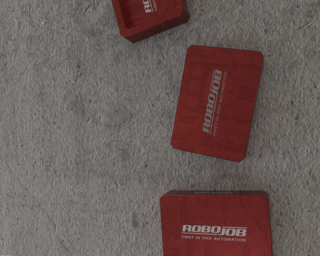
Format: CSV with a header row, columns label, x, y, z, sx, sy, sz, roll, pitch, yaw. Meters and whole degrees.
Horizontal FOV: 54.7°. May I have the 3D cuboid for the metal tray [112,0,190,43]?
label,x,y,z,sx,sy,sz,roll,pitch,yaw
metal tray,-0.021,-0.191,0.413,0.090,0.030,0.129,-16,85,19

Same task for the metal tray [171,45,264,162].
label,x,y,z,sx,sy,sz,roll,pitch,yaw
metal tray,0.070,-0.031,0.382,0.090,0.030,0.129,11,94,19

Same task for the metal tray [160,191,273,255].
label,x,y,z,sx,sy,sz,roll,pitch,yaw
metal tray,0.068,0.125,0.382,0.130,0.030,0.089,-4,89,19
